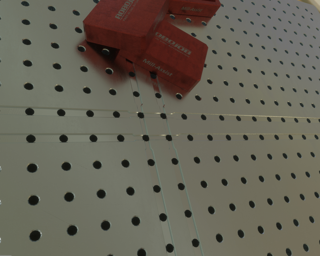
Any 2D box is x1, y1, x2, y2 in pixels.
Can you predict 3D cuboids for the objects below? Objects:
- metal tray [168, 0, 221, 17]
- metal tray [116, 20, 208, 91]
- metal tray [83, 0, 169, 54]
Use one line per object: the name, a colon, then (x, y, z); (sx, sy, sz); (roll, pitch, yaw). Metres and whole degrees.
metal tray: (0.044, -0.259, 0.588); (0.131, 0.030, 0.090); (-8, 66, -32)
metal tray: (0.008, -0.124, 0.487); (0.131, 0.030, 0.090); (26, 52, -12)
metal tray: (-0.046, -0.170, 0.464); (0.090, 0.030, 0.130); (15, 52, 7)
